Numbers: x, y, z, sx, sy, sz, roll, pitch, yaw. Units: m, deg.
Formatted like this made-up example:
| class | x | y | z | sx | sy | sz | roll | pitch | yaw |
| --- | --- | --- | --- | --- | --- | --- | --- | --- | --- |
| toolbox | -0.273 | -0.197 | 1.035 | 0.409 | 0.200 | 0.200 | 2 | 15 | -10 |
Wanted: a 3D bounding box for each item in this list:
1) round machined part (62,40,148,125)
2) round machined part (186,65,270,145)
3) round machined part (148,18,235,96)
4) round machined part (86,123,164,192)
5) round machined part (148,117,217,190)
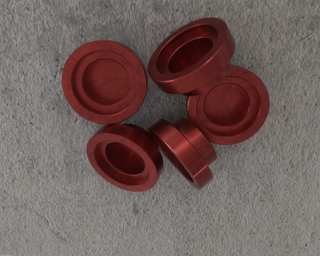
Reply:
| class | x | y | z | sx | sy | sz | roll | pitch | yaw |
| --- | --- | --- | --- | --- | --- | --- | --- | --- | --- |
| round machined part | -0.064 | -0.057 | 0.377 | 0.099 | 0.042 | 0.097 | 0 | 106 | 0 |
| round machined part | 0.082 | -0.031 | 0.389 | 0.099 | 0.042 | 0.097 | 0 | 110 | -1 |
| round machined part | 0.038 | -0.074 | 0.348 | 0.098 | 0.098 | 0.042 | -33 | 128 | 11 |
| round machined part | -0.041 | 0.033 | 0.398 | 0.098 | 0.042 | 0.097 | 14 | 132 | 17 |
| round machined part | 0.033 | 0.025 | 0.384 | 0.042 | 0.098 | 0.098 | -40 | 107 | -8 |
